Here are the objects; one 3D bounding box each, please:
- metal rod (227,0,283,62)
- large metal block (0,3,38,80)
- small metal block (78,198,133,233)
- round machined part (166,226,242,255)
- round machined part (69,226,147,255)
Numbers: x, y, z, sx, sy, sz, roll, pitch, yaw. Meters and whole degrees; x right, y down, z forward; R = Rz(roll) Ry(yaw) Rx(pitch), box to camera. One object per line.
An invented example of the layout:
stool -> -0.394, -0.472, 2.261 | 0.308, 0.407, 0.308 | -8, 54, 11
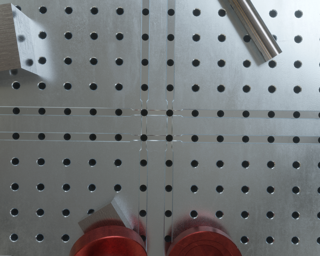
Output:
metal rod -> 0.073, -0.222, 0.413 | 0.025, 0.025, 0.299 | -32, 90, 0
large metal block -> -0.214, -0.106, 0.399 | 0.080, 0.050, 0.080 | -9, 90, 0
small metal block -> -0.072, 0.131, 0.413 | 0.050, 0.025, 0.050 | -31, 90, 0
round machined part -> 0.057, 0.177, 0.405 | 0.099, 0.042, 0.097 | 0, 90, 0
round machined part -> -0.063, 0.174, 0.385 | 0.099, 0.042, 0.097 | -5, 114, -12
